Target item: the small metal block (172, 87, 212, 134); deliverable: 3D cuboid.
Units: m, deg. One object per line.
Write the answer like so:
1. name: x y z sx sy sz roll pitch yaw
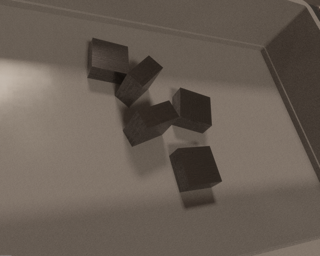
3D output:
1. small metal block: 0.046 -0.025 0.447 0.050 0.025 0.050 16 55 -20

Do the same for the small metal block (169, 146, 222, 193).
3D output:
1. small metal block: 0.045 0.052 0.400 0.050 0.025 0.050 -2 63 -29

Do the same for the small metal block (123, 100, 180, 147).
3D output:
1. small metal block: -0.012 -0.005 0.388 0.050 0.050 0.025 -21 73 -36

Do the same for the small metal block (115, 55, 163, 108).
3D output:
1. small metal block: -0.028 -0.062 0.413 0.025 0.050 0.050 41 51 -1

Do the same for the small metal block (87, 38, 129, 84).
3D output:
1. small metal block: -0.071 -0.091 0.424 0.050 0.025 0.050 8 58 -24
